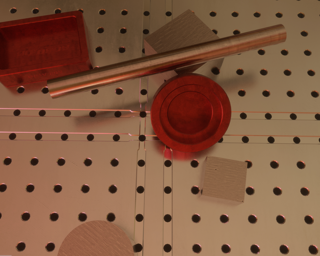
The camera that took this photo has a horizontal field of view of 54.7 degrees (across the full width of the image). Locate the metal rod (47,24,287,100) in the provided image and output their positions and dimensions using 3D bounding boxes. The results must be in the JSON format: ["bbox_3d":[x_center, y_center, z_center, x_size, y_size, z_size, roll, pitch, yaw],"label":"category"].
[{"bbox_3d":[0.013,-0.085,0.389,0.302,0.025,0.025,-15,71,-6],"label":"metal rod"}]

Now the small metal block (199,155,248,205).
[{"bbox_3d":[0.079,0.066,0.389,0.050,0.025,0.050,10,70,3],"label":"small metal block"}]

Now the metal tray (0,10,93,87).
[{"bbox_3d":[-0.170,-0.116,0.449,0.131,0.030,0.090,-11,70,-5],"label":"metal tray"}]

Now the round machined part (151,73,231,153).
[{"bbox_3d":[0.037,-0.021,0.395,0.099,0.042,0.097,-1,107,-3],"label":"round machined part"}]

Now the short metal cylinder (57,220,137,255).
[{"bbox_3d":[-0.067,0.146,0.344,0.081,0.050,0.080,0,70,0],"label":"short metal cylinder"}]

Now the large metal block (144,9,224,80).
[{"bbox_3d":[0.035,-0.106,0.438,0.080,0.050,0.080,-37,74,-13],"label":"large metal block"}]
